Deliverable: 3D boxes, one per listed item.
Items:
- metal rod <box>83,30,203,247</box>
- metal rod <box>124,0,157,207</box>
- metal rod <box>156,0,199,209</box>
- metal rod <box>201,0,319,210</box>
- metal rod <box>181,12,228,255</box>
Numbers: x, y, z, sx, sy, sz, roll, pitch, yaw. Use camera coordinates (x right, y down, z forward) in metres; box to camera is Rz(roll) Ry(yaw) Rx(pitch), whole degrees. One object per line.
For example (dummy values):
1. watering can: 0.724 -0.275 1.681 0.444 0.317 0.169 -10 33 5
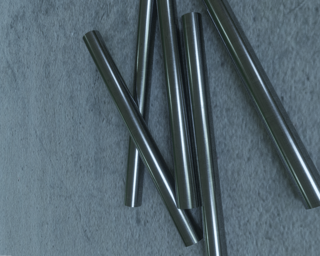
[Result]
1. metal rod: -0.026 0.005 0.397 0.025 0.025 0.299 -34 78 34
2. metal rod: -0.026 -0.041 0.424 0.025 0.025 0.298 8 95 39
3. metal rod: 0.018 -0.055 0.378 0.025 0.025 0.298 -12 79 39
4. metal rod: 0.094 -0.063 0.326 0.025 0.025 0.299 -33 70 35
5. metal rod: 0.052 0.014 0.360 0.025 0.025 0.298 -9 84 39
